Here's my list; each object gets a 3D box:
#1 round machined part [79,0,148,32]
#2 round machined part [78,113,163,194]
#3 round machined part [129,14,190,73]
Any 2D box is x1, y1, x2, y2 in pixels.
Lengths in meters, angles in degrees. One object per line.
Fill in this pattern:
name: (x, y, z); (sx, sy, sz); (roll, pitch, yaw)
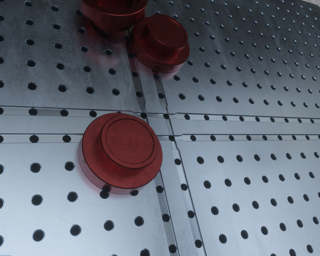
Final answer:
round machined part: (-0.069, -0.181, 0.461); (0.099, 0.042, 0.098); (6, 55, -9)
round machined part: (-0.041, 0.023, 0.361); (0.099, 0.042, 0.098); (13, 56, -21)
round machined part: (0.004, -0.138, 0.483); (0.099, 0.042, 0.098); (14, 56, -21)
